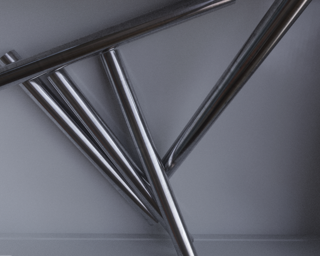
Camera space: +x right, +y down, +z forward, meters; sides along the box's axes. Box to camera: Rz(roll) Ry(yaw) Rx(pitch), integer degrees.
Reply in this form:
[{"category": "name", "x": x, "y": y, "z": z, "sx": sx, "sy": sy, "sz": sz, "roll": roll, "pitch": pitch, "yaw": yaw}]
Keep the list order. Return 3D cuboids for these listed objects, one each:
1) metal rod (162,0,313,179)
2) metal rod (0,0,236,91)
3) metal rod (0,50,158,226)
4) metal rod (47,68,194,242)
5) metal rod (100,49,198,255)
[{"category": "metal rod", "x": 0.058, "y": -0.023, "z": 0.345, "sx": 0.025, "sy": 0.025, "sz": 0.298, "roll": 25, "pitch": 131, "yaw": -9}, {"category": "metal rod", "x": -0.059, "y": -0.103, "z": 0.357, "sx": 0.301, "sy": 0.025, "sz": 0.025, "roll": -20, "pitch": 109, "yaw": 1}, {"category": "metal rod", "x": -0.097, "y": 0.024, "z": 0.418, "sx": 0.025, "sy": 0.025, "sz": 0.300, "roll": -35, "pitch": 107, "yaw": 12}, {"category": "metal rod", "x": -0.045, "y": 0.050, "z": 0.419, "sx": 0.025, "sy": 0.025, "sz": 0.299, "roll": -33, "pitch": 104, "yaw": 11}, {"category": "metal rod", "x": -0.010, "y": 0.047, "z": 0.397, "sx": 0.025, "sy": 0.025, "sz": 0.298, "roll": -20, "pitch": 98, "yaw": 7}]
